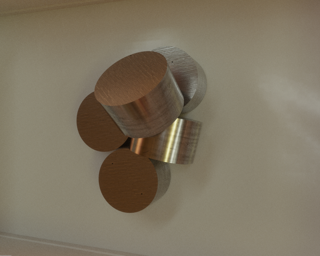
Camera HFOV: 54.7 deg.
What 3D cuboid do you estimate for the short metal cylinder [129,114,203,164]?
[{"bbox_3d":[0.007,0.009,0.377,0.080,0.080,0.050,14,95,19],"label":"short metal cylinder"}]

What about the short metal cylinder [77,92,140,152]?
[{"bbox_3d":[-0.063,-0.010,0.416,0.080,0.050,0.079,0,90,19],"label":"short metal cylinder"}]

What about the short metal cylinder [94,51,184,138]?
[{"bbox_3d":[-0.021,-0.036,0.327,0.080,0.050,0.080,-15,45,16],"label":"short metal cylinder"}]

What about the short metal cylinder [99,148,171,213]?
[{"bbox_3d":[-0.032,0.065,0.405,0.080,0.050,0.079,0,90,19],"label":"short metal cylinder"}]

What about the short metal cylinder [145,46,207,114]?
[{"bbox_3d":[0.014,-0.057,0.390,0.080,0.050,0.079,0,90,19],"label":"short metal cylinder"}]
